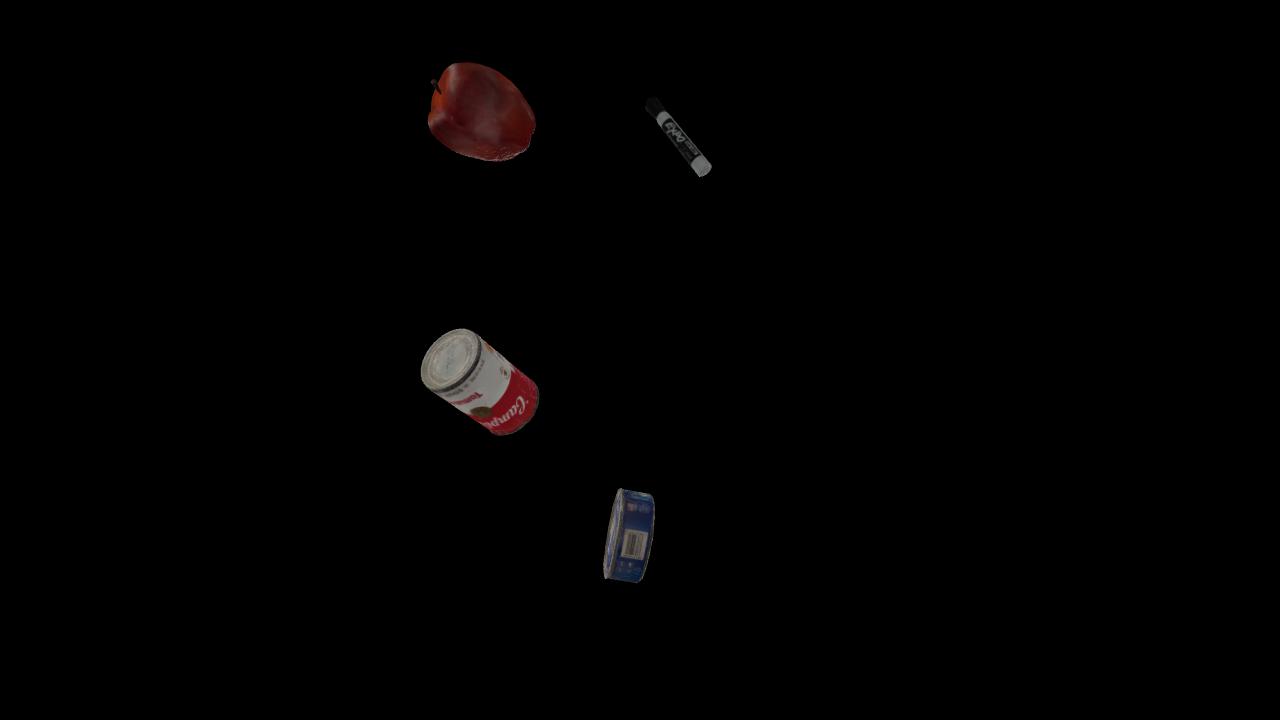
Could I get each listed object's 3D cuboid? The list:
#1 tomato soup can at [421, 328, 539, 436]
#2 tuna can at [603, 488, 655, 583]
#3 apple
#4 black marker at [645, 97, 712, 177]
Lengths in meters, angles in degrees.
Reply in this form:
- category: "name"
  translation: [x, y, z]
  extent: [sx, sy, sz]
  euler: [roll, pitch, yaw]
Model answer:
- category: "tomato soup can"
  translation: [-0.153, 0.022, 0.597]
  extent: [0.068, 0.068, 0.101]
  euler: [0, -30, 28]
- category: "tuna can"
  translation: [-0.011, 0.166, 0.583]
  extent: [0.034, 0.084, 0.084]
  euler: [11, -1, -5]
- category: "apple"
  translation: [-0.139, -0.216, 0.538]
  extent: [0.093, 0.079, 0.079]
  euler: [18, -11, -36]
- category: "black marker"
  translation: [0.042, -0.260, 0.711]
  extent: [0.020, 0.121, 0.020]
  euler: [-29, -20, -12]
